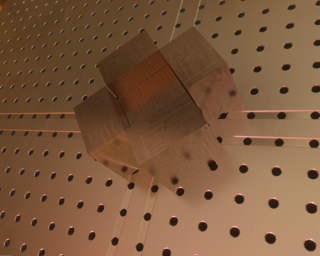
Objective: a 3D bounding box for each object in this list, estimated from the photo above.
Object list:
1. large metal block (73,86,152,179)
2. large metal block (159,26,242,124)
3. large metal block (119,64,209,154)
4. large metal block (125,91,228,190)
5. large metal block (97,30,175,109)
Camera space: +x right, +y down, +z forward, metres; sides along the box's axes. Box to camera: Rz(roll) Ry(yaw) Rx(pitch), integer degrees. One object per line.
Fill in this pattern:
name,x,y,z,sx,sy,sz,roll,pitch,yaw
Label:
large metal block,-0.058,0.007,0.400,0.050,0.080,0.080,-34,52,6
large metal block,0.051,-0.064,0.386,0.050,0.080,0.080,-33,52,6
large metal block,0.003,-0.022,0.403,0.080,0.050,0.080,-34,50,8
large metal block,0.020,0.018,0.353,0.080,0.080,0.050,-32,52,7
large metal block,-0.027,-0.074,0.434,0.080,0.080,0.050,-34,51,6
